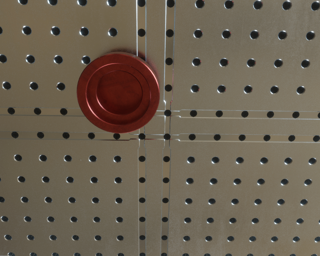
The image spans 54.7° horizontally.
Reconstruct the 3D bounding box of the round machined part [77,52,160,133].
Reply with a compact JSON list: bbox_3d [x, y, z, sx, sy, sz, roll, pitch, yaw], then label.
[{"bbox_3d":[-0.050,-0.046,0.387,0.099,0.042,0.097,0,110,-1],"label":"round machined part"}]
